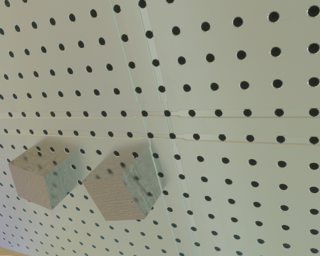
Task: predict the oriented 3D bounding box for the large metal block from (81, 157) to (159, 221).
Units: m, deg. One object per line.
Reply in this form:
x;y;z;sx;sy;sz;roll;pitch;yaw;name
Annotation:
-0.062;0.097;0.489;0.080;0.050;0.080;-14;112;34;large metal block

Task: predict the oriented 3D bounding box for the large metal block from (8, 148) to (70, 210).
-0.220;0.094;0.570;0.080;0.050;0.079;15;125;20;large metal block
